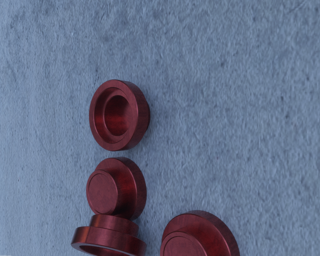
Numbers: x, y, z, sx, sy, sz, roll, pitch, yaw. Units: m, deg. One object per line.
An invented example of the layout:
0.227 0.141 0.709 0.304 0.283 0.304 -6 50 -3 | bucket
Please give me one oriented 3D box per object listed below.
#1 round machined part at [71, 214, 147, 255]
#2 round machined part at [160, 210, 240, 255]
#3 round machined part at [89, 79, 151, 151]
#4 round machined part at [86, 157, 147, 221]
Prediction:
-0.066 0.149 0.420 0.098 0.098 0.042 -17 47 38 | round machined part
0.039 0.149 0.360 0.098 0.042 0.097 0 90 39 | round machined part
-0.052 -0.017 0.435 0.098 0.042 0.097 0 90 39 | round machined part
-0.070 0.092 0.449 0.098 0.042 0.097 0 90 39 | round machined part
